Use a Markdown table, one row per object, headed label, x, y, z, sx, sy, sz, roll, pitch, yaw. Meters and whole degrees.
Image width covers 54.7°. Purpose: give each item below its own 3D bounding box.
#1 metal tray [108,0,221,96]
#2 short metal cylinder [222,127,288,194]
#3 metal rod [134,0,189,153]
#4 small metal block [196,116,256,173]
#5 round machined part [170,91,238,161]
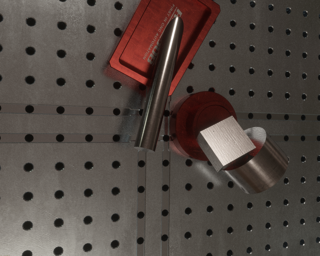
| label | x | y | z | sx | sy | sz | roll | pitch | yaw |
| --- | --- | --- | --- | --- | --- | --- | --- | --- | --- |
| metal tray | 0.004 | -0.116 | 0.389 | 0.090 | 0.030 | 0.129 | 27 | 101 | -19 |
| short metal cylinder | 0.128 | 0.045 | 0.432 | 0.050 | 0.080 | 0.080 | 45 | 76 | -16 |
| metal rod | 0.015 | -0.116 | 0.395 | 0.025 | 0.025 | 0.299 | 19 | 75 | -20 |
| small metal block | 0.082 | 0.020 | 0.388 | 0.050 | 0.025 | 0.050 | -26 | 70 | -18 |
| round machined part | 0.067 | -0.003 | 0.430 | 0.099 | 0.042 | 0.097 | 0 | 90 | -20 |
